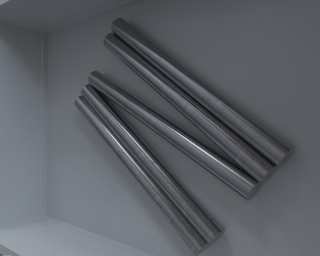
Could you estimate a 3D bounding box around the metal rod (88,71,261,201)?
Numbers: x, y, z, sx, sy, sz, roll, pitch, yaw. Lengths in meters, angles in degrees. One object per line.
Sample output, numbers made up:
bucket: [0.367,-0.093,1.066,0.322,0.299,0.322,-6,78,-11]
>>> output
metal rod: [-0.002,-0.007,0.407,0.300,0.025,0.025,36,112,34]

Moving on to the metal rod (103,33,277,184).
metal rod: [0.018,-0.042,0.390,0.300,0.025,0.025,44,117,31]

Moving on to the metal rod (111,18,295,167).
metal rod: [0.031,-0.061,0.380,0.300,0.025,0.025,44,117,31]

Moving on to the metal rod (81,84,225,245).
metal rod: [-0.026,0.032,0.427,0.300,0.025,0.025,46,117,30]

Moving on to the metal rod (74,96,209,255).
metal rod: [-0.040,0.049,0.438,0.300,0.025,0.025,46,117,30]
